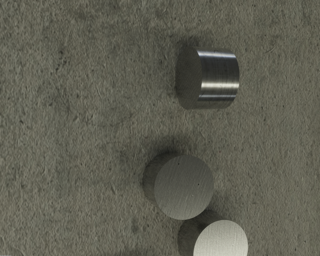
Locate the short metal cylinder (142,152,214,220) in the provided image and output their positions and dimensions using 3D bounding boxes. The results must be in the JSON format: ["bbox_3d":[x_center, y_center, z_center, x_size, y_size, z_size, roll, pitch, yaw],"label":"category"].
[{"bbox_3d":[0.022,0.073,0.404,0.081,0.050,0.080,0,90,-20],"label":"short metal cylinder"}]

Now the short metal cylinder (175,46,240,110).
[{"bbox_3d":[0.058,-0.064,0.401,0.050,0.080,0.080,-2,91,-20],"label":"short metal cylinder"}]

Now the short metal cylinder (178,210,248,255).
[{"bbox_3d":[0.071,0.158,0.422,0.081,0.050,0.080,0,90,-20],"label":"short metal cylinder"}]
